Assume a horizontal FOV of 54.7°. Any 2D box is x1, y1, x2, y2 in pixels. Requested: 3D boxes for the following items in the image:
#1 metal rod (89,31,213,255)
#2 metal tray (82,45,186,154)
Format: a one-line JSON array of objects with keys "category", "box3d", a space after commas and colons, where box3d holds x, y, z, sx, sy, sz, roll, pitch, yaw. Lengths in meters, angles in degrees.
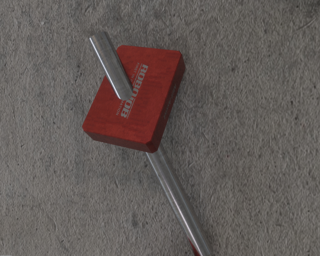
[{"category": "metal rod", "box3d": [-0.010, 0.022, 0.384, 0.025, 0.025, 0.299, -25, 92, 18]}, {"category": "metal tray", "box3d": [-0.030, -0.040, 0.388, 0.090, 0.030, 0.130, 11, 67, 19]}]
